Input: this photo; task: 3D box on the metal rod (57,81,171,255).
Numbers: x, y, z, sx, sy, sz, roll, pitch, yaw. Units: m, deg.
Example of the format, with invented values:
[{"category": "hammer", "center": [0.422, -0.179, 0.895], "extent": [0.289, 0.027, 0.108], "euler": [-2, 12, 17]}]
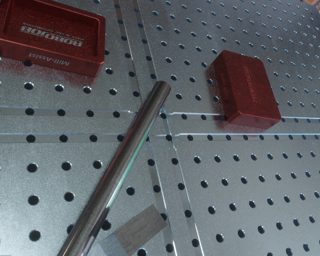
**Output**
[{"category": "metal rod", "center": [-0.047, 0.048, 0.354], "extent": [0.025, 0.025, 0.301], "euler": [32, 51, -8]}]

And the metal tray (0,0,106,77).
[{"category": "metal tray", "center": [-0.139, -0.124, 0.405], "extent": [0.131, 0.030, 0.090], "euler": [10, 57, -23]}]

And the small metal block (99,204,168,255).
[{"category": "small metal block", "center": [-0.028, 0.107, 0.313], "extent": [0.050, 0.050, 0.025], "euler": [-29, 78, -38]}]

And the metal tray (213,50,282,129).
[{"category": "metal tray", "center": [0.146, -0.066, 0.527], "extent": [0.091, 0.030, 0.130], "euler": [8, 58, -25]}]
